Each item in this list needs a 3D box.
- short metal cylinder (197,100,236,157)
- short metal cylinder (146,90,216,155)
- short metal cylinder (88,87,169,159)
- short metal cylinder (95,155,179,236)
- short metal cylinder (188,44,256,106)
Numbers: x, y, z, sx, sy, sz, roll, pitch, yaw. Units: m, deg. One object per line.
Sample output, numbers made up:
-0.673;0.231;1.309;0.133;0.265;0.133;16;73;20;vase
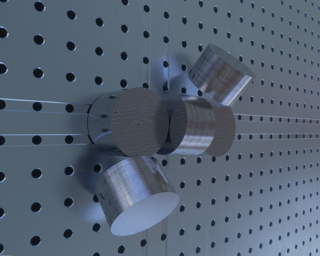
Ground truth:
0.064;0.000;0.448;0.081;0.050;0.079;0;90;-40;short metal cylinder
0.024;-0.005;0.395;0.050;0.080;0.080;6;86;-40;short metal cylinder
-0.036;-0.006;0.363;0.081;0.050;0.079;0;90;-40;short metal cylinder
-0.026;0.076;0.346;0.081;0.050;0.080;-21;144;-16;short metal cylinder
0.087;-0.075;0.440;0.081;0.080;0.050;11;125;-40;short metal cylinder
